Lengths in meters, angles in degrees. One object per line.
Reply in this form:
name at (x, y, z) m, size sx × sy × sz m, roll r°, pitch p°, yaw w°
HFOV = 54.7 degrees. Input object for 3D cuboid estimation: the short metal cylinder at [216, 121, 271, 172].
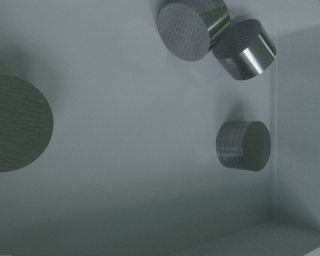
short metal cylinder at (0.137, 0.028, 0.505) m, size 0.081 × 0.050 × 0.080 m, roll 0°, pitch 90°, yaw -40°

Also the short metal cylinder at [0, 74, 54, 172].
short metal cylinder at (-0.143, -0.004, 0.271) m, size 0.081 × 0.050 × 0.080 m, roll 0°, pitch 90°, yaw -40°

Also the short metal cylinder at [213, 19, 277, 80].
short metal cylinder at (0.131, -0.121, 0.480) m, size 0.050 × 0.080 × 0.080 m, roll 41°, pitch 65°, yaw -33°

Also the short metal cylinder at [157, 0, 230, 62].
short metal cylinder at (0.044, -0.135, 0.407) m, size 0.050 × 0.080 × 0.080 m, roll -46°, pitch 118°, yaw -30°
